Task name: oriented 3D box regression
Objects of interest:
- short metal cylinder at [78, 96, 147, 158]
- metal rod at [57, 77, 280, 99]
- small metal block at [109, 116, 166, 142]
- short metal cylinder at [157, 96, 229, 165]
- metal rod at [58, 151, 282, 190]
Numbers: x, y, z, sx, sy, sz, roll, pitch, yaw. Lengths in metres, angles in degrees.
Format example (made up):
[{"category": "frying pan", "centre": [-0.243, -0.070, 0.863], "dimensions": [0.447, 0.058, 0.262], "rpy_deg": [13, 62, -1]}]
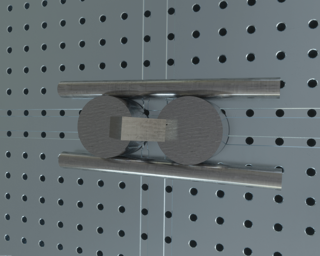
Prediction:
[{"category": "short metal cylinder", "centre": [-0.062, -0.002, 0.418], "dimensions": [0.080, 0.050, 0.079], "rpy_deg": [0, 90, 20]}, {"category": "metal rod", "centre": [-0.002, -0.052, 0.410], "dimensions": [0.301, 0.025, 0.025], "rpy_deg": [2, 91, 19]}, {"category": "small metal block", "centre": [-0.027, 0.001, 0.356], "dimensions": [0.050, 0.050, 0.025], "rpy_deg": [3, 91, -23]}, {"category": "short metal cylinder", "centre": [0.041, 0.003, 0.381], "dimensions": [0.080, 0.050, 0.079], "rpy_deg": [0, 90, 20]}, {"category": "metal rod", "centre": [-0.001, 0.053, 0.409], "dimensions": [0.301, 0.025, 0.025], "rpy_deg": [3, 91, 19]}]
